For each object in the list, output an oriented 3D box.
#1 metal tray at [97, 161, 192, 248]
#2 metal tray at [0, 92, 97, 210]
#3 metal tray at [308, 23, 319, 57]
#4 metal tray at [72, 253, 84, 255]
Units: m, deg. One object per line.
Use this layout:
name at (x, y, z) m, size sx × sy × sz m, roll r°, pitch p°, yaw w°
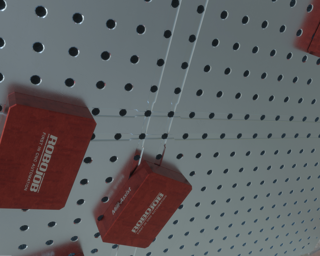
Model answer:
metal tray at (-0.023, 0.119, 0.469) m, size 0.090 × 0.030 × 0.130 m, roll 26°, pitch 104°, yaw -37°
metal tray at (-0.138, 0.032, 0.352) m, size 0.091 × 0.030 × 0.129 m, roll 12°, pitch 112°, yaw -33°
metal tray at (0.299, -0.147, 0.479) m, size 0.131 × 0.030 × 0.089 m, roll 1°, pitch 118°, yaw -29°
metal tray at (-0.173, 0.249, 0.467) m, size 0.131 × 0.030 × 0.089 m, roll -12°, pitch 124°, yaw -22°
